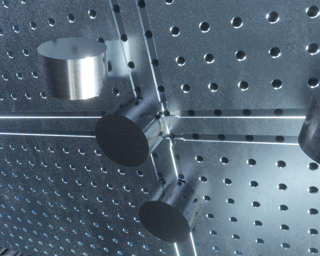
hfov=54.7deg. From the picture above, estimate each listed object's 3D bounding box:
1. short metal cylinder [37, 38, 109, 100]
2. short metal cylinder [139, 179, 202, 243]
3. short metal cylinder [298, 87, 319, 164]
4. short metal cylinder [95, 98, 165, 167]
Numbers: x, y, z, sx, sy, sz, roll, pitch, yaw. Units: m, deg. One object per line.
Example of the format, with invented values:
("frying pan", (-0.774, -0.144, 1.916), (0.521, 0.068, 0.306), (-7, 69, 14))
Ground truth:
("short metal cylinder", (-0.105, -0.076, 0.384), (0.080, 0.080, 0.050), (16, 125, 19))
("short metal cylinder", (0.016, 0.124, 0.463), (0.080, 0.050, 0.079), (13, 124, 21))
("short metal cylinder", (0.176, 0.000, 0.283), (0.080, 0.080, 0.050), (16, 125, 19))
("short metal cylinder", (-0.040, 0.006, 0.420), (0.080, 0.050, 0.079), (13, 124, 21))
